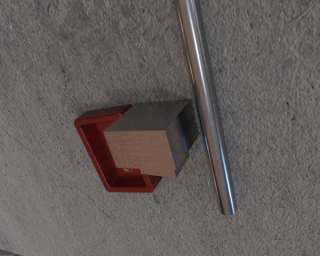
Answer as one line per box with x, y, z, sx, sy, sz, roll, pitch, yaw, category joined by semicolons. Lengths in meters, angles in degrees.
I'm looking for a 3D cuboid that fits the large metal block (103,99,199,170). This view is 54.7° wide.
-0.007;0.006;0.378;0.080;0.080;0.050;-2;118;28;large metal block

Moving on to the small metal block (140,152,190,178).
0.006;0.038;0.410;0.050;0.050;0.025;2;120;27;small metal block

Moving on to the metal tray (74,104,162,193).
-0.060;0.034;0.454;0.090;0.030;0.129;-6;116;30;metal tray

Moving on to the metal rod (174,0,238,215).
0.057;-0.020;0.363;0.025;0.025;0.298;-1;118;28;metal rod
